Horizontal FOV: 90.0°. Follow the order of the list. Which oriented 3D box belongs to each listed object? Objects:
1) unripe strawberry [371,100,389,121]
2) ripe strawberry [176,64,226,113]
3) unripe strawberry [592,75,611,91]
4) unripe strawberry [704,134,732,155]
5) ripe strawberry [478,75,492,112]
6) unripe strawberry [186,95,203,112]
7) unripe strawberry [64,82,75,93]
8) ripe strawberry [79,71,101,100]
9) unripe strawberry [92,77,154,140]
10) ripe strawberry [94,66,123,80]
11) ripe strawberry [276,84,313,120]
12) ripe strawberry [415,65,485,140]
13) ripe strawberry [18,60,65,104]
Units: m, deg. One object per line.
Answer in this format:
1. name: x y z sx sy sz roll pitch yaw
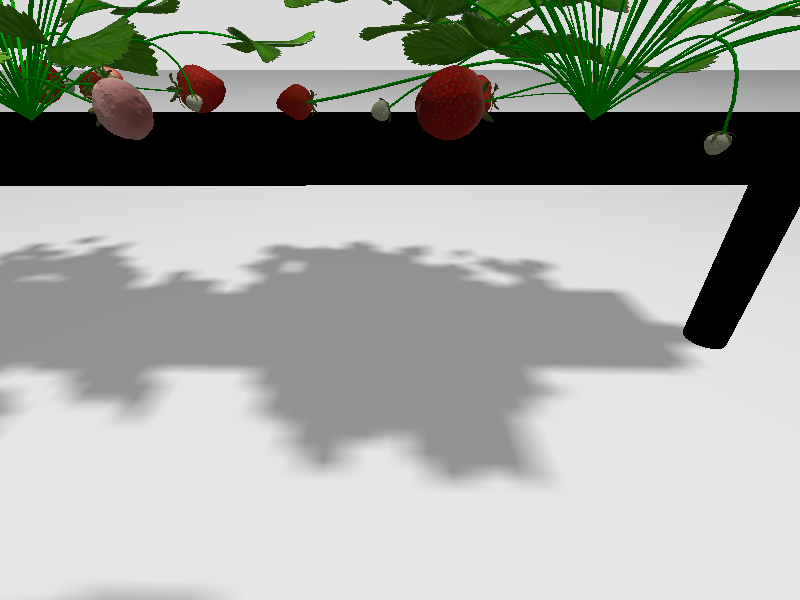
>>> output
1. unripe strawberry: -0.015 -0.146 0.308 0.014 0.015 0.013 -13 31 4
2. ripe strawberry: -0.183 -0.196 0.371 0.040 0.040 0.037 -17 35 -27
3. unripe strawberry: 0.236 -0.254 0.478 0.028 0.025 0.026 12 -3 20
4. unripe strawberry: 0.152 -0.075 0.192 0.011 0.010 0.010 1 31 1
5. ripe strawberry: 0.060 -0.170 0.335 0.033 0.032 0.031 7 32 13
6. unripe strawberry: -0.152 -0.146 0.297 0.011 0.011 0.011 4 31 7
7. unripe strawberry: -0.365 -0.235 0.443 0.011 0.011 0.011 -14 34 -21
8. ripe strawberry: -0.351 -0.245 0.458 0.026 0.030 0.028 -10 32 -16
9. unripe strawberry: -0.158 -0.109 0.231 0.032 0.033 0.029 20 37 29
10. ripe strawberry: -0.378 -0.284 0.522 0.033 0.035 0.036 -10 14 -16
11. ripe strawberry: -0.084 -0.157 0.318 0.027 0.026 0.025 0 31 1
12. ripe strawberry: 0.028 -0.117 0.240 0.042 0.041 0.039 -19 36 -28
13. ripe strawberry: -0.377 -0.230 0.421 0.037 0.042 0.040 -18 35 -27
